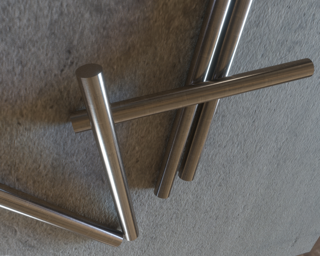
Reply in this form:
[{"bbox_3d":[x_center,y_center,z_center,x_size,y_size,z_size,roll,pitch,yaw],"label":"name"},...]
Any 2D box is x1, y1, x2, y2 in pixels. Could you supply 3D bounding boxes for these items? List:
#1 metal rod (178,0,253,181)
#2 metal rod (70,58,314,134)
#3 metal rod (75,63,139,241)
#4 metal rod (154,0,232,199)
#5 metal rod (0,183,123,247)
[{"bbox_3d":[0.073,-0.056,0.413,0.025,0.025,0.298,-1,119,-29],"label":"metal rod"},{"bbox_3d":[0.046,-0.042,0.375,0.302,0.025,0.025,-14,125,-9],"label":"metal rod"},{"bbox_3d":[-0.055,0.056,0.386,0.025,0.025,0.298,-21,135,-16],"label":"metal rod"},{"bbox_3d":[0.038,-0.031,0.409,0.025,0.025,0.298,0,118,-29],"label":"metal rod"},{"bbox_3d":[-0.156,0.098,0.382,0.025,0.025,0.301,-47,130,5],"label":"metal rod"}]
